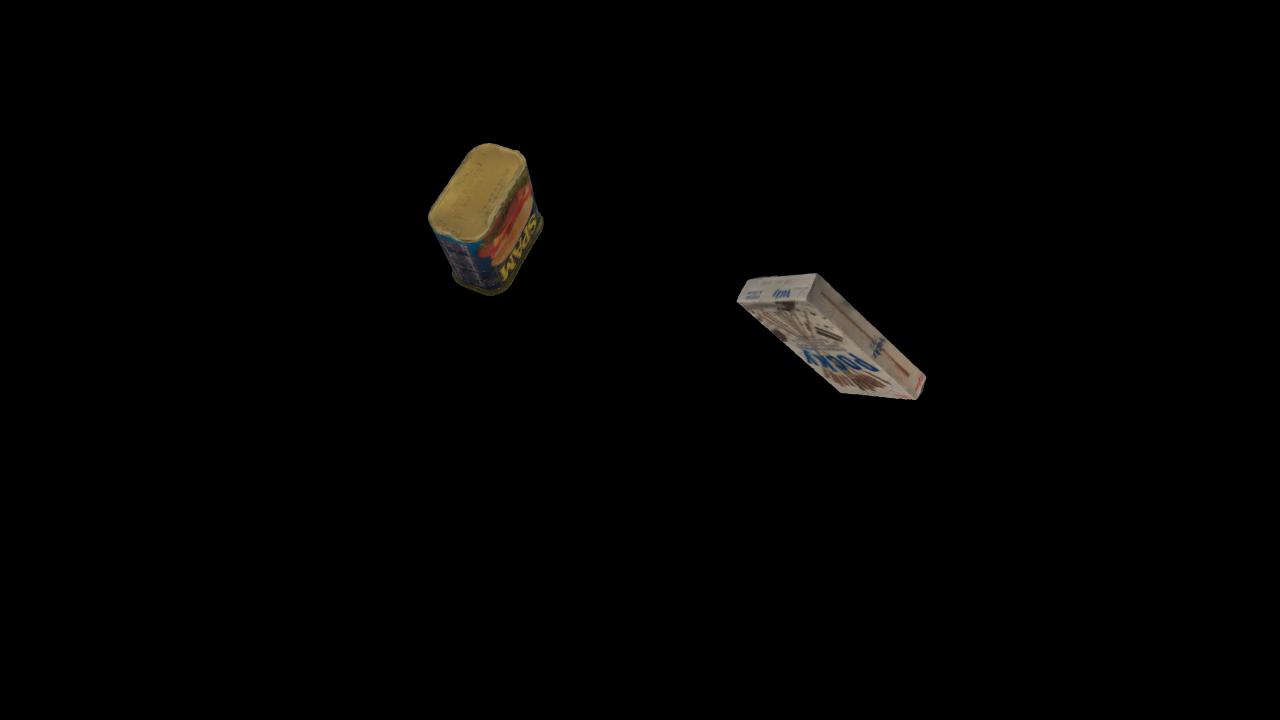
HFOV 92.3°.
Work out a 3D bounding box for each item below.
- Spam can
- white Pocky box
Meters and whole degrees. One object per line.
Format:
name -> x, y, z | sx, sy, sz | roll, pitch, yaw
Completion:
Spam can -> -0.130, -0.121, 0.532 | 0.058, 0.101, 0.085 | 20, -23, 9
white Pocky box -> 0.160, -0.017, 0.514 | 0.154, 0.028, 0.084 | 35, -15, -27
